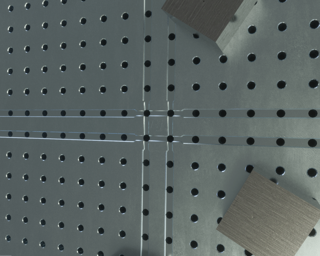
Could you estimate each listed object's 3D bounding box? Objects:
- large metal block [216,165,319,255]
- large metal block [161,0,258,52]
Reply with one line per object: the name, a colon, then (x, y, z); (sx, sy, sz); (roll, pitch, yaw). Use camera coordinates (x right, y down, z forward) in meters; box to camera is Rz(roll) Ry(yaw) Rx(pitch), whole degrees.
large metal block: (0.123, 0.100, 0.356); (0.080, 0.050, 0.080); (31, 100, 17)
large metal block: (0.063, -0.153, 0.377); (0.080, 0.050, 0.080); (37, 102, 16)
